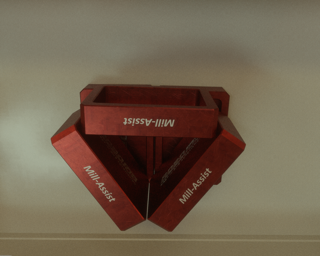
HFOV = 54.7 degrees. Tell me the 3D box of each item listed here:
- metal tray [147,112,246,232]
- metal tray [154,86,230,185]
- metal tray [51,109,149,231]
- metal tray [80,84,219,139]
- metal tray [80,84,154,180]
[{"bbox_3d":[0.036,0.044,0.358,0.030,0.090,0.129,34,107,-12],"label":"metal tray"},{"bbox_3d":[0.039,0.011,0.412,0.091,0.030,0.129,1,109,-1],"label":"metal tray"},{"bbox_3d":[-0.061,0.041,0.357,0.030,0.090,0.130,-30,108,11],"label":"metal tray"},{"bbox_3d":[-0.010,-0.021,0.334,0.131,0.090,0.030,2,111,-1],"label":"metal tray"},{"bbox_3d":[-0.053,0.009,0.411,0.091,0.030,0.129,0,109,0],"label":"metal tray"}]
